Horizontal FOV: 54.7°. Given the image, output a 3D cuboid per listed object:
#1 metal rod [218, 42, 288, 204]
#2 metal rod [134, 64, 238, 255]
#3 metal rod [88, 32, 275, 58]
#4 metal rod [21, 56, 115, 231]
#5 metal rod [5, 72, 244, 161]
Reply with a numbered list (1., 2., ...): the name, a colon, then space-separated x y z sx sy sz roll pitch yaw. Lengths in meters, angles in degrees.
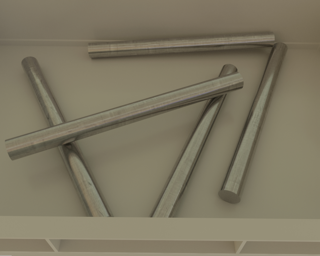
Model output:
1. metal rod: 0.139 -0.028 0.430 0.025 0.025 0.301 19 52 15
2. metal rod: 0.047 0.016 0.392 0.025 0.025 0.301 19 52 15
3. metal rod: 0.035 -0.137 0.512 0.302 0.025 0.025 -4 50 0
4. metal rod: -0.132 -0.001 0.404 0.025 0.025 0.300 -23 54 -19
5. metal rod: -0.031 -0.020 0.387 0.302 0.025 0.025 -18 53 -15
